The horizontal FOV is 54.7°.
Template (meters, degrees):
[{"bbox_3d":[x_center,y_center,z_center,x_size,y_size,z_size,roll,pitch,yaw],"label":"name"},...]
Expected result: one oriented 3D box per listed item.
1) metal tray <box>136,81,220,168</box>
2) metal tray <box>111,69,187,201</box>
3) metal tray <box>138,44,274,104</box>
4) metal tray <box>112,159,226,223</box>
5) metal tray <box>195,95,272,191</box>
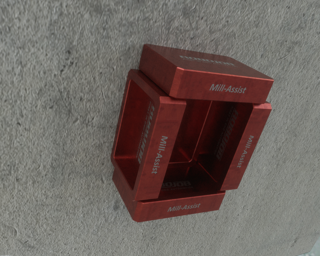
[{"bbox_3d":[0.021,-0.007,0.413,0.091,0.030,0.129,1,118,-29],"label":"metal tray"},{"bbox_3d":[-0.019,0.007,0.361,0.030,0.090,0.129,1,118,-29],"label":"metal tray"},{"bbox_3d":[0.052,-0.062,0.357,0.131,0.090,0.030,1,118,-29],"label":"metal tray"},{"bbox_3d":[0.012,0.078,0.422,0.131,0.090,0.030,1,118,-29],"label":"metal tray"},{"bbox_3d":[0.087,0.008,0.420,0.030,0.090,0.129,1,118,-29],"label":"metal tray"}]
